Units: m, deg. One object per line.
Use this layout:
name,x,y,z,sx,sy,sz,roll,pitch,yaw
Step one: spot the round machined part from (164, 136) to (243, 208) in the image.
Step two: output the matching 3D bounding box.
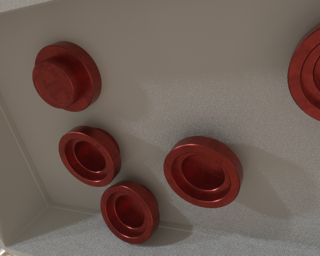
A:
round machined part,0.058,0.052,0.398,0.098,0.042,0.097,13,124,20

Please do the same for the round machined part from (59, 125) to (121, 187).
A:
round machined part,-0.101,0.039,0.473,0.098,0.042,0.097,13,124,20

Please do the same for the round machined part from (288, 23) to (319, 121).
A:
round machined part,0.169,-0.053,0.276,0.098,0.042,0.097,13,124,20

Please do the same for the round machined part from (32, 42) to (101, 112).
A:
round machined part,-0.134,-0.065,0.426,0.098,0.042,0.097,13,124,20

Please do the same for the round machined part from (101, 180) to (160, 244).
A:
round machined part,-0.042,0.127,0.487,0.098,0.042,0.097,9,109,29
